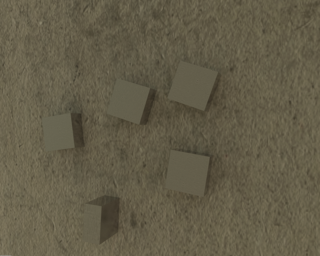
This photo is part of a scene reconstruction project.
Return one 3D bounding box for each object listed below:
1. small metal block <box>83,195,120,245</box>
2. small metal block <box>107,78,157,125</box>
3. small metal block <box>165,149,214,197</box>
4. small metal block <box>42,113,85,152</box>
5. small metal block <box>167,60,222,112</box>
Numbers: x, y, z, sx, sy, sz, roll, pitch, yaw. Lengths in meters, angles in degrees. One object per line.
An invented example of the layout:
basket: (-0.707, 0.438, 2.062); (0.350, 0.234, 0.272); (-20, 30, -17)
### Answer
small metal block: (-0.079, 0.124, 0.422); (0.025, 0.050, 0.050); (4, 91, 20)
small metal block: (-0.038, -0.036, 0.421); (0.050, 0.025, 0.050); (19, 96, 18)
small metal block: (0.038, 0.056, 0.395); (0.050, 0.025, 0.050); (9, 93, 19)
small metal block: (-0.143, 0.006, 0.458); (0.050, 0.025, 0.050); (-8, 87, 19)
small metal block: (0.044, -0.053, 0.393); (0.050, 0.025, 0.050); (21, 97, 18)
